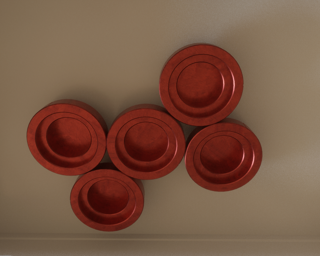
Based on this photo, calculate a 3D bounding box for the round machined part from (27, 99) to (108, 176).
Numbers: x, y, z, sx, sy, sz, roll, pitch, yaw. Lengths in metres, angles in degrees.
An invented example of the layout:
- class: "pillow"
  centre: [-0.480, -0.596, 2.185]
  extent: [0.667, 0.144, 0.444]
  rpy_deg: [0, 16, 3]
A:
- class: "round machined part"
  centre: [-0.115, 0.009, 0.402]
  extent: [0.099, 0.042, 0.097]
  rpy_deg: [0, 110, 0]

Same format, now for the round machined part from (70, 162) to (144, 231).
- class: "round machined part"
  centre: [-0.071, 0.091, 0.432]
  extent: [0.099, 0.042, 0.097]
  rpy_deg: [0, 110, 0]

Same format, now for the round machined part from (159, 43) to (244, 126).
- class: "round machined part"
  centre: [0.048, -0.055, 0.380]
  extent: [0.099, 0.042, 0.097]
  rpy_deg: [0, 110, 0]

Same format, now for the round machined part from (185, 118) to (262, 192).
- class: "round machined part"
  centre: [0.081, 0.032, 0.412]
  extent: [0.099, 0.042, 0.097]
  rpy_deg: [0, 110, 0]

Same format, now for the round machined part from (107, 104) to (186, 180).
- class: "round machined part"
  centre: [-0.017, 0.015, 0.404]
  extent: [0.099, 0.042, 0.097]
  rpy_deg: [0, 110, 0]
